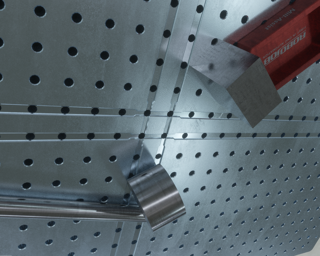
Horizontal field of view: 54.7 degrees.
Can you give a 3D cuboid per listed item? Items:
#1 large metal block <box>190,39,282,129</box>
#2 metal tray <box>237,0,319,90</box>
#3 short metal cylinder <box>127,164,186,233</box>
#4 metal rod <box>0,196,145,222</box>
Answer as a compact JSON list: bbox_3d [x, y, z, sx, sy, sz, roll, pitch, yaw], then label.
[{"bbox_3d":[0.095,-0.057,0.392,0.050,0.080,0.080,-44,129,2],"label":"large metal block"},{"bbox_3d":[0.177,-0.114,0.433,0.130,0.030,0.090,-36,129,-4],"label":"metal tray"},{"bbox_3d":[-0.006,0.097,0.432,0.050,0.080,0.080,-26,128,-12],"label":"short metal cylinder"},{"bbox_3d":[-0.117,0.111,0.415,0.302,0.025,0.025,14,111,-34],"label":"metal rod"}]
